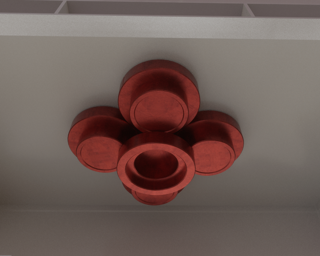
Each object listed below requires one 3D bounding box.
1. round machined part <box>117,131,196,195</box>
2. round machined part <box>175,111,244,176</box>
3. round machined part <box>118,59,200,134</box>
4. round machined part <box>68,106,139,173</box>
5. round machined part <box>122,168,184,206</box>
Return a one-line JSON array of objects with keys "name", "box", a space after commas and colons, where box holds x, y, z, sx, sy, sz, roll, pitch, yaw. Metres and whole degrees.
[{"name": "round machined part", "box": [-0.005, 0.040, 0.402, 0.099, 0.042, 0.097, 0, 130, 0]}, {"name": "round machined part", "box": [0.064, 0.027, 0.419, 0.099, 0.042, 0.097, 0, 130, 0]}, {"name": "round machined part", "box": [-0.001, -0.028, 0.370, 0.099, 0.042, 0.097, 0, 130, 0]}, {"name": "round machined part", "box": [-0.073, 0.022, 0.413, 0.099, 0.042, 0.097, 0, 130, 0]}, {"name": "round machined part", "box": [-0.008, 0.078, 0.461, 0.099, 0.042, 0.097, -1, 129, -1]}]
